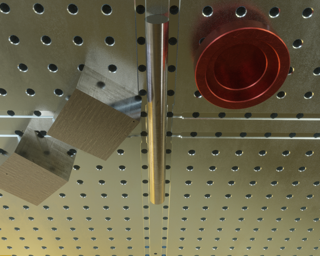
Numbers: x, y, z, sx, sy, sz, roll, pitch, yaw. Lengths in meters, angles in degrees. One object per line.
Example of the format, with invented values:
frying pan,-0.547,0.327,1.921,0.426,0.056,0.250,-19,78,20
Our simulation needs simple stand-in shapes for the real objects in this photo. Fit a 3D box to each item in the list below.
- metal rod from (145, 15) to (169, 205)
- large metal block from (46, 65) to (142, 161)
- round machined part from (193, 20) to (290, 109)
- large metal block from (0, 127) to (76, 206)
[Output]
metal rod,-0.004,0.002,0.413,0.025,0.025,0.298,0,130,0
large metal block,-0.079,-0.016,0.381,0.080,0.050,0.080,28,124,-22
round machined part,0.086,-0.071,0.340,0.099,0.042,0.097,0,130,0
large metal block,-0.182,0.057,0.442,0.080,0.050,0.080,-37,121,27
